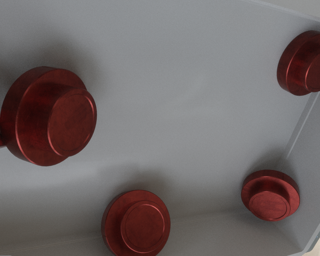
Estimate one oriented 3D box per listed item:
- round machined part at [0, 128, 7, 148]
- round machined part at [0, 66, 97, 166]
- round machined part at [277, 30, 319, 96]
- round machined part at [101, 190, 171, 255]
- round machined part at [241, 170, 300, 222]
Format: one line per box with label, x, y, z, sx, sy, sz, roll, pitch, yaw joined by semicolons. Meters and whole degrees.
round machined part;-0.191;0.006;0.272;0.099;0.098;0.042;-13;91;-22
round machined part;-0.100;-0.009;0.305;0.099;0.042;0.097;-42;139;-52
round machined part;0.229;-0.092;0.465;0.099;0.042;0.097;-14;124;-21
round machined part;-0.029;0.136;0.432;0.099;0.042;0.098;7;74;-25
round machined part;0.193;0.125;0.544;0.098;0.042;0.097;10;122;16
